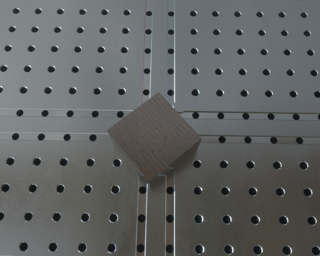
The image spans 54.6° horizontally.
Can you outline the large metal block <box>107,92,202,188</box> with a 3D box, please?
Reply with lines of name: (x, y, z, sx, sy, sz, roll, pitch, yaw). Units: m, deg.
large metal block: (-0.007, 0.016, 0.393, 0.080, 0.050, 0.080, -38, 74, -13)
